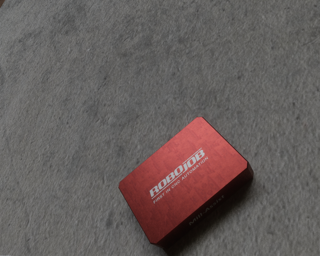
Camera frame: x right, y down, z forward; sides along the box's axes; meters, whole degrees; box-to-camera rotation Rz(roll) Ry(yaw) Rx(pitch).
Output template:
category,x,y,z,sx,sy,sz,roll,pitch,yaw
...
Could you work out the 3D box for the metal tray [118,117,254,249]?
category,x,y,z,sx,sy,sz,roll,pitch,yaw
metal tray,0.026,0.059,0.352,0.130,0.030,0.090,-40,51,1
